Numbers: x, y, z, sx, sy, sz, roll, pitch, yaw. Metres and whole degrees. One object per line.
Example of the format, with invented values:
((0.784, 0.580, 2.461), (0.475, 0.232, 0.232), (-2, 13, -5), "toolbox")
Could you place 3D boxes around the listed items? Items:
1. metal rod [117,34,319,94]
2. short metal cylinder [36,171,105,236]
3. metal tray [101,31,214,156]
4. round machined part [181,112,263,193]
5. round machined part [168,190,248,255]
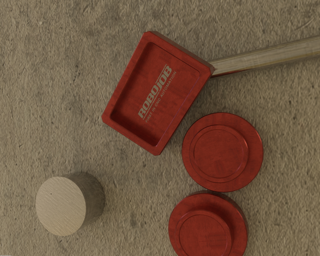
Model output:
((0.087, -0.076, 0.377), (0.301, 0.025, 0.025), (-10, 87, 19), "metal rod")
((-0.126, 0.105, 0.439), (0.080, 0.050, 0.079), (0, 90, 19), "short metal cylinder")
((-0.005, -0.041, 0.384), (0.090, 0.030, 0.129), (33, 113, 5), "metal tray")
((0.073, 0.029, 0.374), (0.098, 0.042, 0.097), (0, 90, 19), "round machined part")
((0.056, 0.129, 0.380), (0.098, 0.042, 0.097), (0, 90, 19), "round machined part")
